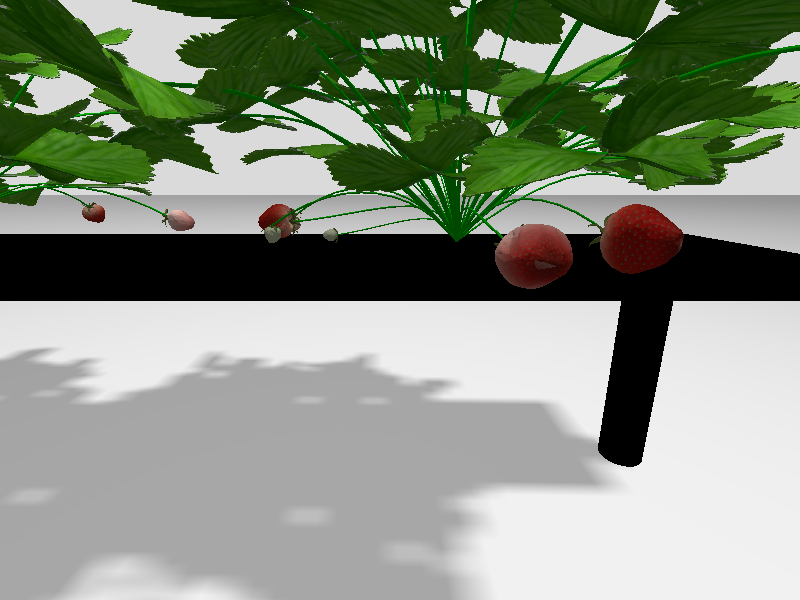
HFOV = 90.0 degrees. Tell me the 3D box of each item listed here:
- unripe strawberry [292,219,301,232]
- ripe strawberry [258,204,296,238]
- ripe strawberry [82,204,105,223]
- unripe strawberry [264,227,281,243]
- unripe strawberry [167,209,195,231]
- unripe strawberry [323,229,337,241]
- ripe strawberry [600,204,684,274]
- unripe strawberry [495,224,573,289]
[{"bbox_3d":[-0.111,-0.077,0.408,0.017,0.017,0.019,38,25,8],"label":"unripe strawberry"},{"bbox_3d":[-0.112,-0.072,0.364,0.031,0.030,0.034,1,16,7],"label":"ripe strawberry"},{"bbox_3d":[-0.393,-0.111,0.517,0.025,0.021,0.025,1,-33,2],"label":"ripe strawberry"},{"bbox_3d":[-0.107,-0.055,0.337,0.014,0.014,0.013,7,15,-6],"label":"unripe strawberry"},{"bbox_3d":[-0.226,-0.082,0.414,0.025,0.022,0.025,12,10,-25],"label":"unripe strawberry"},{"bbox_3d":[-0.060,-0.056,0.346,0.012,0.010,0.012,-1,16,-1],"label":"unripe strawberry"},{"bbox_3d":[0.137,-0.034,0.227,0.037,0.039,0.040,-11,20,-34],"label":"ripe strawberry"},{"bbox_3d":[0.061,-0.019,0.181,0.034,0.030,0.031,-1,17,-4],"label":"unripe strawberry"}]
